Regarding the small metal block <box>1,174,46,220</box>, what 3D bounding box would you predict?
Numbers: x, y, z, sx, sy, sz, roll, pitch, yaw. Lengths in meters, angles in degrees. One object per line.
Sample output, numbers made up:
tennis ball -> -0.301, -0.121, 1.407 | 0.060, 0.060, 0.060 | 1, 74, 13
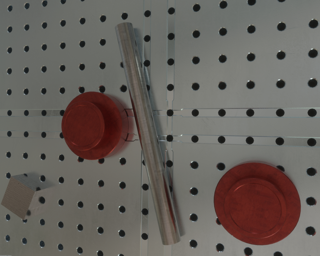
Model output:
small metal block -> -0.215, 0.108, 0.488 | 0.050, 0.025, 0.050 | 26, 99, 18

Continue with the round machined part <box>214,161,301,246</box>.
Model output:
round machined part -> 0.112, 0.090, 0.364 | 0.098, 0.042, 0.097 | 0, 90, 20

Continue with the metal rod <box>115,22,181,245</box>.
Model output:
metal rod -> -0.017, 0.004, 0.418 | 0.025, 0.025, 0.298 | -14, 85, 19

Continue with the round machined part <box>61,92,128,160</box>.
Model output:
round machined part -> -0.099, -0.003, 0.438 | 0.098, 0.042, 0.097 | 0, 90, 19
